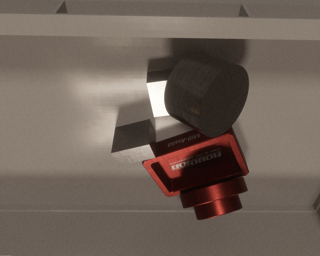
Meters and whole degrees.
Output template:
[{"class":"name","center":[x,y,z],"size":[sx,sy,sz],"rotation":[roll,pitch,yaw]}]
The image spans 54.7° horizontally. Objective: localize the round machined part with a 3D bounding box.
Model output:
[{"class":"round machined part","center":[0.082,0.106,0.457],"size":[0.099,0.042,0.098],"rotation":[-15,166,-3]}]

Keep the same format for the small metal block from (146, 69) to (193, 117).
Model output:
[{"class":"small metal block","center":[0.014,-0.043,0.373],"size":[0.050,0.025,0.050],"rotation":[-7,130,5]}]

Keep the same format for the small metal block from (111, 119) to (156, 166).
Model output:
[{"class":"small metal block","center":[-0.033,0.019,0.408],"size":[0.050,0.050,0.025],"rotation":[-14,129,11]}]

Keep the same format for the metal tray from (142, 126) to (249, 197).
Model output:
[{"class":"metal tray","center":[0.051,0.047,0.446],"size":[0.130,0.030,0.090],"rotation":[-19,128,15]}]

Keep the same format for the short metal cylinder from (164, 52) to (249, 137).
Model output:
[{"class":"short metal cylinder","center":[0.051,-0.036,0.336],"size":[0.081,0.050,0.079],"rotation":[-26,130,-34]}]
